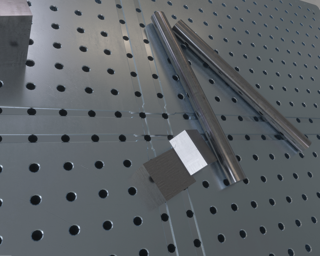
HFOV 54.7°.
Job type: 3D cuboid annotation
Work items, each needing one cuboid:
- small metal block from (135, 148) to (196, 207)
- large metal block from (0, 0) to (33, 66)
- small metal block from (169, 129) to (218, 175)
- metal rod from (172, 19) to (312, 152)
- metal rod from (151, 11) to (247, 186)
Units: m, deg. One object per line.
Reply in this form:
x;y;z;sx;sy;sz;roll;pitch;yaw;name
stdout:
0.007;0.059;0.376;0.050;0.025;0.050;-25;76;-37;small metal block
-0.187;-0.127;0.350;0.050;0.080;0.080;-16;70;-34;large metal block
0.044;0.030;0.399;0.050;0.025;0.050;58;20;13;small metal block
0.136;-0.072;0.525;0.300;0.025;0.025;44;51;2;metal rod
0.051;-0.057;0.470;0.025;0.025;0.299;-10;67;-33;metal rod
